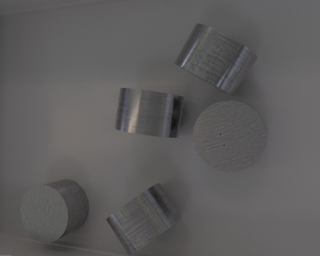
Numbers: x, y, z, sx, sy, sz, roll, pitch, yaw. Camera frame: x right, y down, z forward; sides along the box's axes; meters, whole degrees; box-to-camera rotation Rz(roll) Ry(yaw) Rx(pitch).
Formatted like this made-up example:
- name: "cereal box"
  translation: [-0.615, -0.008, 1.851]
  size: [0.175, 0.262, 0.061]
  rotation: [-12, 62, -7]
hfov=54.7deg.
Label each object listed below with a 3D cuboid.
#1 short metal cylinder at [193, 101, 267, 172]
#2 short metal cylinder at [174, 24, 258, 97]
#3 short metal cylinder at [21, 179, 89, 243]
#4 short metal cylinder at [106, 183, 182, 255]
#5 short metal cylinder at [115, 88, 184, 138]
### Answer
- name: "short metal cylinder"
  translation: [0.084, 0.009, 0.367]
  size: [0.080, 0.050, 0.080]
  rotation: [0, 90, 20]
- name: "short metal cylinder"
  translation: [0.064, -0.077, 0.359]
  size: [0.080, 0.080, 0.050]
  rotation: [33, 101, 17]
- name: "short metal cylinder"
  translation: [-0.152, 0.118, 0.451]
  size: [0.080, 0.050, 0.080]
  rotation: [0, 90, 20]
- name: "short metal cylinder"
  translation: [-0.019, 0.113, 0.388]
  size: [0.080, 0.080, 0.050]
  rotation: [-39, 78, 16]
- name: "short metal cylinder"
  translation: [-0.013, -0.019, 0.386]
  size: [0.080, 0.080, 0.050]
  rotation: [9, 93, 20]
